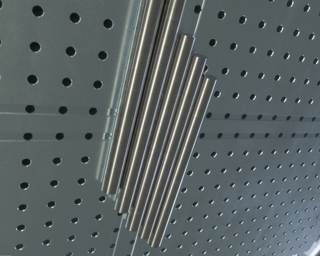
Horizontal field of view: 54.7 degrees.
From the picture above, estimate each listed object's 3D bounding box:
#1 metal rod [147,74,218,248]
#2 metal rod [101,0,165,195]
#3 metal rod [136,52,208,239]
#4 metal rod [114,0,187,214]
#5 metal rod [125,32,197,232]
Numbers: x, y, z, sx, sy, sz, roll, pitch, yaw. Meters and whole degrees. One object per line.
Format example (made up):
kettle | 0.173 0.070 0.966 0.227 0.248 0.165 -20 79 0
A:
metal rod | 0.026 0.063 0.466 0.025 0.025 0.298 1 118 -29
metal rod | -0.032 -0.047 0.365 0.025 0.025 0.298 1 118 -29
metal rod | 0.010 0.041 0.443 0.025 0.025 0.298 1 118 -29
metal rod | -0.018 -0.014 0.393 0.025 0.025 0.298 1 118 -29
metal rod | -0.006 0.021 0.422 0.025 0.025 0.298 1 118 -29
